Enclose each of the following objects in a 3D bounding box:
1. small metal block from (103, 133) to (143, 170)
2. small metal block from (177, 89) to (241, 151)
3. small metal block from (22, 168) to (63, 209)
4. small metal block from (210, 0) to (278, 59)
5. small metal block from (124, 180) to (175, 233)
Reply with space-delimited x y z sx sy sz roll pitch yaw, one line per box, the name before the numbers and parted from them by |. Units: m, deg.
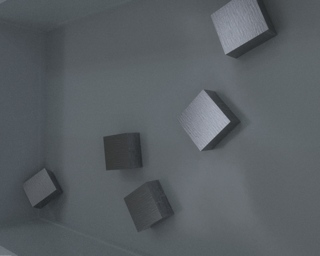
small metal block | -0.054 0.034 0.449 0.050 0.025 0.050 -10 84 39
small metal block | 0.055 -0.009 0.360 0.050 0.025 0.050 -49 61 28
small metal block | -0.213 0.110 0.563 0.050 0.025 0.050 -37 65 -5
small metal block | 0.089 -0.111 0.332 0.050 0.025 0.050 -27 73 36
small metal block | -0.016 0.105 0.418 0.050 0.025 0.050 -40 66 32
